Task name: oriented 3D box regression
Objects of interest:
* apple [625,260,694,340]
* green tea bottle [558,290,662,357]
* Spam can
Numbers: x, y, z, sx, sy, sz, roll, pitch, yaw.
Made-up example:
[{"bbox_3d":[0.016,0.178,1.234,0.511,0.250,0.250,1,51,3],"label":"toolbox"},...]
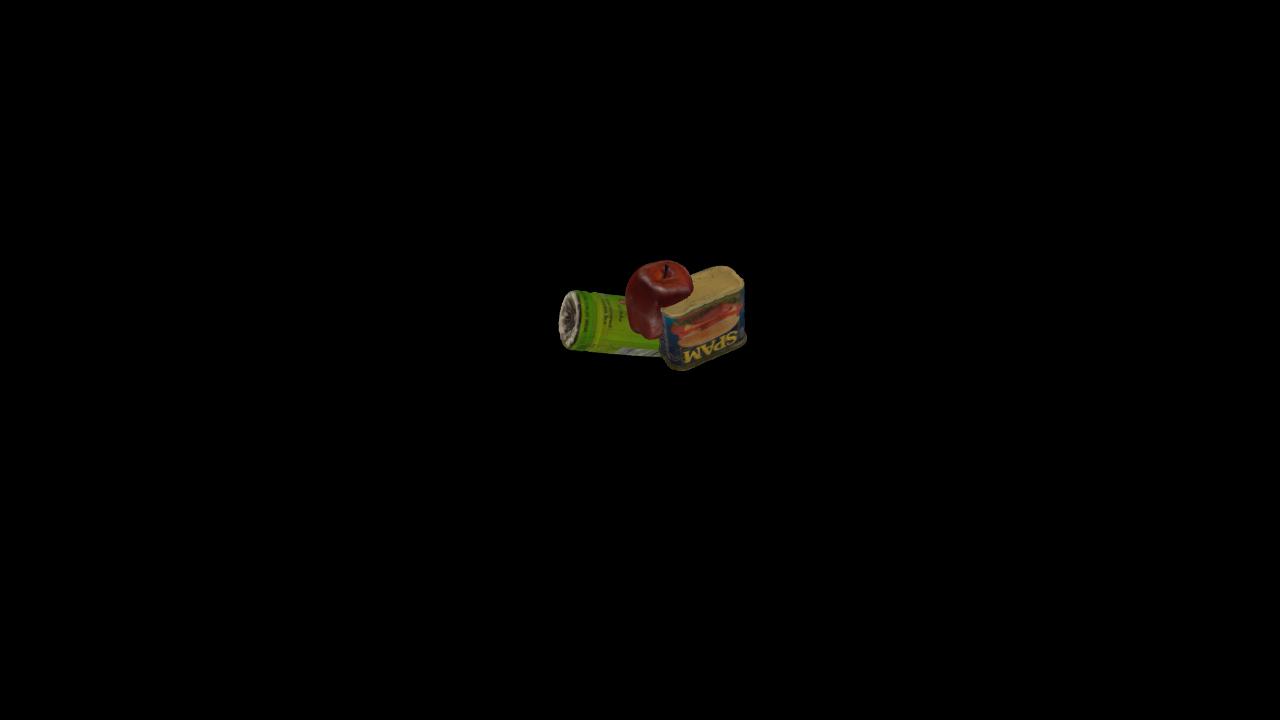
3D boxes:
[{"bbox_3d":[0.022,-0.067,0.680,0.079,0.079,0.093,0,-44,-15],"label":"apple"},{"bbox_3d":[0.010,-0.038,0.747,0.212,0.073,0.073,6,-3,-29],"label":"green tea bottle"},{"bbox_3d":[0.067,-0.048,0.682,0.101,0.085,0.058,-23,47,-12],"label":"Spam can"}]
